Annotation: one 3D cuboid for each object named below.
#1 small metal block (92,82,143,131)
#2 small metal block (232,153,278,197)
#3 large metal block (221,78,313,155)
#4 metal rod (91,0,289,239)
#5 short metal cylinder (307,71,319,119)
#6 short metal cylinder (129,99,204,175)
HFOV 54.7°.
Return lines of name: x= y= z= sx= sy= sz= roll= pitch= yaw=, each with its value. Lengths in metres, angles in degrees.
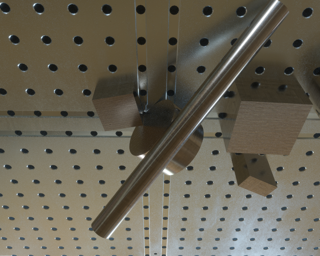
small metal block: x=-0.051 y=-0.026 z=0.389 sx=0.050 sy=0.025 sz=0.050 roll=-9 pitch=130 yaw=7
small metal block: x=0.137 y=0.066 z=0.453 sx=0.050 sy=0.050 sz=0.025 roll=24 pitch=126 yaw=-19
large metal block: x=0.126 y=-0.014 z=0.385 sx=0.081 sy=0.050 sz=0.079 roll=3 pitch=130 yaw=-3
metal rod: x=0.027 y=-0.005 z=0.326 sx=0.025 sy=0.025 sz=0.299 roll=36 pitch=96 yaw=-26
short metal cylinder: x=0.225 y=-0.036 z=0.367 sx=0.081 sy=0.050 sz=0.079 roll=0 pitch=130 yaw=0
short metal cylinder: x=0.007 y=0.012 z=0.385 sx=0.050 sy=0.080 sz=0.080 roll=36 pitch=121 yaw=-27
